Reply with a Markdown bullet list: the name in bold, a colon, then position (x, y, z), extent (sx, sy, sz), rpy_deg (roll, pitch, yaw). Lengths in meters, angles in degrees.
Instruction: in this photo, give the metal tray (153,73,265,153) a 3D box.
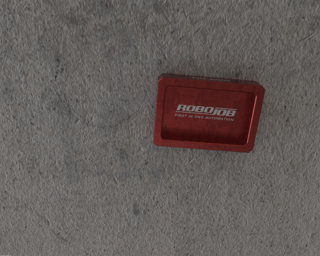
- **metal tray**: position (0.059, -0.019, 0.400), extent (0.131, 0.030, 0.089), rpy_deg (4, 110, -2)
